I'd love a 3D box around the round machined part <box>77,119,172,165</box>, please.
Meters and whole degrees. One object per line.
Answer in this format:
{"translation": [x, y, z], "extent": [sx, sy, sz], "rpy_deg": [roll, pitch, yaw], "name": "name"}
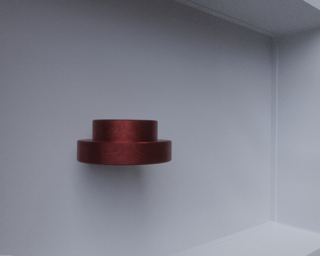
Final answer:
{"translation": [-0.037, 0.013, 0.327], "extent": [0.099, 0.098, 0.042], "rpy_deg": [1, 90, -40], "name": "round machined part"}
